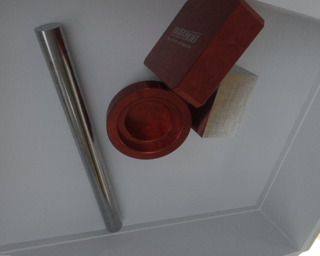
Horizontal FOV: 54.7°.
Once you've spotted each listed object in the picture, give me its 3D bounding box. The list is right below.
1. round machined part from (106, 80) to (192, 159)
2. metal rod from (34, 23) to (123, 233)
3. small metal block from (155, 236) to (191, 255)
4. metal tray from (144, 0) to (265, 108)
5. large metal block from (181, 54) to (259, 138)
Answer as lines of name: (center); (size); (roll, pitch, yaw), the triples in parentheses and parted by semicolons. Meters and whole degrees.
round machined part: (-0.015, -0.013, 0.373); (0.099, 0.042, 0.097); (-5, 123, -8)
metal rod: (-0.087, 0.025, 0.377); (0.025, 0.025, 0.298); (-21, 127, -16)
small metal block: (0.026, 0.237, 0.575); (0.050, 0.025, 0.050); (-32, 129, -8)
metal tray: (0.033, -0.081, 0.307); (0.030, 0.130, 0.090); (33, 100, -24)
large metal block: (0.063, -0.042, 0.383); (0.050, 0.080, 0.079); (0, 118, -29)
